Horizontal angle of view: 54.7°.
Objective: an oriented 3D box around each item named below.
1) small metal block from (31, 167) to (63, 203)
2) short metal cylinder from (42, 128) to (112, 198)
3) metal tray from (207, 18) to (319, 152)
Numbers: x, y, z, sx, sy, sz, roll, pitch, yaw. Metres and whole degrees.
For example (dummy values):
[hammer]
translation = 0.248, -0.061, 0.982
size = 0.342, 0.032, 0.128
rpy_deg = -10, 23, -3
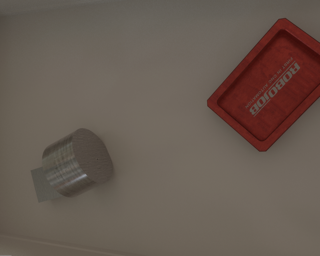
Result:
[small metal block]
translation = -0.160, 0.080, 0.465
size = 0.050, 0.025, 0.050
rpy_deg = -18, 84, 18
[short metal cylinder]
translation = -0.110, 0.047, 0.419
size = 0.050, 0.080, 0.080
rpy_deg = -27, 81, 18
[metal tray]
translation = 0.131, -0.048, 0.361
size = 0.090, 0.030, 0.130
rpy_deg = 44, 103, 14
